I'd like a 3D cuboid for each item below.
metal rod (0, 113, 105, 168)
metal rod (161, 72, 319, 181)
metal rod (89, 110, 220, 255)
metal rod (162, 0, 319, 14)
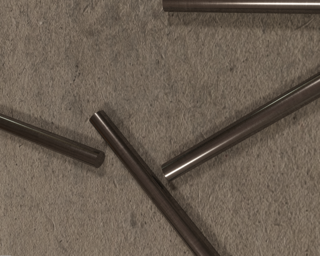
[{"bbox_3d":[-0.221,0.001,0.484,0.301,0.025,0.025,18,96,18],"label":"metal rod"},{"bbox_3d":[0.131,-0.018,0.362,0.300,0.025,0.025,-32,80,16],"label":"metal rod"},{"bbox_3d":[0.005,0.095,0.406,0.025,0.025,0.300,-44,77,14],"label":"metal rod"},{"bbox_3d":[0.148,-0.145,0.356,0.301,0.025,0.025,8,93,19],"label":"metal rod"}]
